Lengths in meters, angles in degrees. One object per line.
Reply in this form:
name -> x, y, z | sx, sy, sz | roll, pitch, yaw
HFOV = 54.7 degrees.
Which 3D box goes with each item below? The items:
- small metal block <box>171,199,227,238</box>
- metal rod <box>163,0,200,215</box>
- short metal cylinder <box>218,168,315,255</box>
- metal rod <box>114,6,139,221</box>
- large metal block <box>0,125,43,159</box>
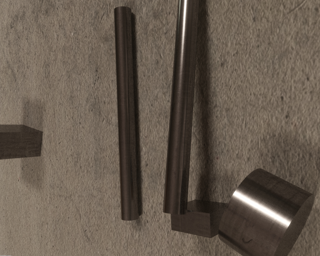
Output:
small metal block -> 0.048, 0.100, 0.348 | 0.050, 0.050, 0.025 | -3, 88, 39
metal rod -> 0.027, -0.058, 0.349 | 0.025, 0.025, 0.298 | -3, 78, 39
short metal cylinder -> 0.099, 0.084, 0.287 | 0.050, 0.081, 0.079 | 28, 107, 36
metal rod -> -0.048, -0.021, 0.442 | 0.025, 0.025, 0.298 | -4, 88, 39
large metal block -> -0.289, 0.025, 0.604 | 0.080, 0.081, 0.050 | 13, 99, 39
